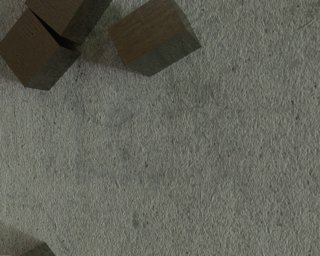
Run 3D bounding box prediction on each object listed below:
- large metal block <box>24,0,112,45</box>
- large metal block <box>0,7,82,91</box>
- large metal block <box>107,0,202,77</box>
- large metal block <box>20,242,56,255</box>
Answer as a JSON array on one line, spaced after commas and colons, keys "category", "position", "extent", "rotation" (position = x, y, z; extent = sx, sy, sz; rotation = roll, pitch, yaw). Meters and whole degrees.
[{"category": "large metal block", "position": [-0.130, -0.180, 0.442], "extent": [0.080, 0.050, 0.080], "rotation": [42, 103, 15]}, {"category": "large metal block", "position": [-0.180, -0.114, 0.459], "extent": [0.080, 0.050, 0.080], "rotation": [-44, 77, 15]}, {"category": "large metal block", "position": [-0.003, -0.110, 0.381], "extent": [0.080, 0.080, 0.050], "rotation": [-28, 81, 18]}, {"category": "large metal block", "position": [-0.187, 0.236, 0.462], "extent": [0.080, 0.050, 0.080], "rotation": [46, 104, 14]}]
